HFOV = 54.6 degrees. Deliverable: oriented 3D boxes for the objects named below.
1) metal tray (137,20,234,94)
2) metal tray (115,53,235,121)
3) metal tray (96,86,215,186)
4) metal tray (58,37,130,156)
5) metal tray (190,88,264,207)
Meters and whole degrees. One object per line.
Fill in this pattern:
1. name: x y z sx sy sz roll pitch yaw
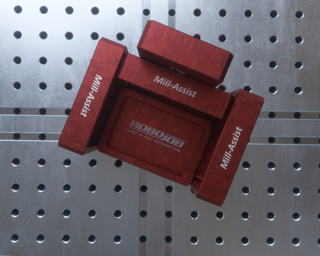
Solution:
1. metal tray: 0.025 -0.075 0.360 0.090 0.130 0.030 22 91 0
2. metal tray: 0.017 -0.046 0.381 0.131 0.090 0.030 22 91 -1
3. metal tray: -0.006 0.011 0.410 0.131 0.030 0.090 22 90 -1
4. metal tray: -0.074 -0.035 0.380 0.030 0.090 0.130 22 90 0
5. metal tray: 0.077 0.021 0.381 0.030 0.090 0.129 22 90 0
